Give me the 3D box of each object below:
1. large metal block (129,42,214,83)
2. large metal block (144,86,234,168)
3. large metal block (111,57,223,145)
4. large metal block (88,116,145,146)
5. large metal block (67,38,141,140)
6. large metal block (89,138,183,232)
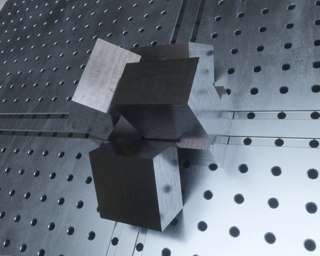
[{"bbox_3d":[0.018,-0.080,0.404,0.080,0.080,0.050,2,101,29],"label":"large metal block"},{"bbox_3d":[0.037,-0.002,0.374,0.080,0.050,0.080,3,63,29],"label":"large metal block"},{"bbox_3d":[0.011,-0.024,0.319,0.080,0.080,0.050,2,63,29],"label":"large metal block"},{"bbox_3d":[-0.036,-0.006,0.416,0.080,0.050,0.080,7,65,31],"label":"large metal block"},{"bbox_3d":[-0.067,-0.041,0.359,0.080,0.050,0.080,136,152,-63],"label":"large metal block"},{"bbox_3d":[-0.025,0.059,0.344,0.080,0.050,0.080,2,107,29],"label":"large metal block"}]
